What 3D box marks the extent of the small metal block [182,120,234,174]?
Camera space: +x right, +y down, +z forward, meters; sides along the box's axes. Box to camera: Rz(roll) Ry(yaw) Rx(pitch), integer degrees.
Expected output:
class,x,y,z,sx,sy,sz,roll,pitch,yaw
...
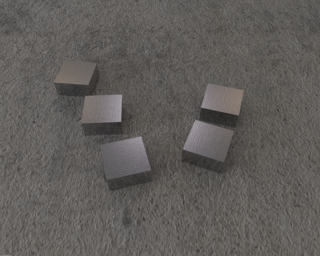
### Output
class,x,y,z,sx,sy,sz,roll,pitch,yaw
small metal block,0.059,0.022,0.385,0.050,0.025,0.050,17,52,13

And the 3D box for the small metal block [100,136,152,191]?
class,x,y,z,sx,sy,sz,roll,pitch,yaw
small metal block,-0.041,0.042,0.368,0.050,0.025,0.050,-12,51,-10

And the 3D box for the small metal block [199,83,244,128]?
class,x,y,z,sx,sy,sz,roll,pitch,yaw
small metal block,0.086,-0.032,0.430,0.050,0.025,0.050,13,51,10

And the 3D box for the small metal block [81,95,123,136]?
class,x,y,z,sx,sy,sz,roll,pitch,yaw
small metal block,-0.076,-0.018,0.418,0.050,0.025,0.050,-2,50,-2

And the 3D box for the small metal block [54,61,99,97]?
class,x,y,z,sx,sy,sz,roll,pitch,yaw
small metal block,-0.123,-0.074,0.464,0.050,0.025,0.050,5,50,4
